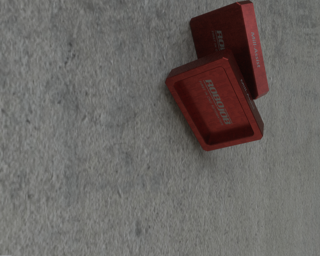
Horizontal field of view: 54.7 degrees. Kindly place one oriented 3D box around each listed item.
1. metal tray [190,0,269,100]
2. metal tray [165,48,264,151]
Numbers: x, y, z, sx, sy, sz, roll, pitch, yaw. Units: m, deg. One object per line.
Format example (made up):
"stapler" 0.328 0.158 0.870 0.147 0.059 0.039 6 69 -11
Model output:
"metal tray" 0.099 -0.105 0.447 0.030 0.090 0.129 -25 106 -38
"metal tray" 0.077 -0.033 0.426 0.130 0.090 0.030 58 33 -24
